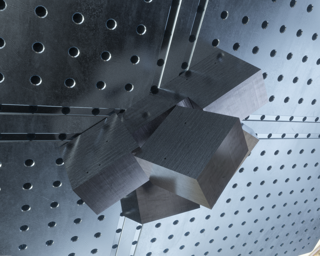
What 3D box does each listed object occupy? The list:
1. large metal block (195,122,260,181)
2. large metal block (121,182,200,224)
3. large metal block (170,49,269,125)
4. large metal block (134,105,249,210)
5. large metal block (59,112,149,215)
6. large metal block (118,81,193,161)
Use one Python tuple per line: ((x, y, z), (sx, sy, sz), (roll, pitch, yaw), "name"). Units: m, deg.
((0.088, 0.027, 0.431), (0.050, 0.080, 0.080), (33, 103, 4), "large metal block")
((-0.005, 0.088, 0.418), (0.081, 0.080, 0.050), (-9, 86, -24), "large metal block")
((0.072, -0.045, 0.386), (0.080, 0.080, 0.050), (-34, 129, -6), "large metal block")
((0.035, 0.027, 0.329), (0.080, 0.080, 0.050), (-50, 134, -26), "large metal block")
((-0.062, 0.039, 0.363), (0.080, 0.080, 0.050), (-33, 129, -7), "large metal block")
((0.004, 0.001, 0.399), (0.080, 0.050, 0.080), (-34, 129, -6), "large metal block")
